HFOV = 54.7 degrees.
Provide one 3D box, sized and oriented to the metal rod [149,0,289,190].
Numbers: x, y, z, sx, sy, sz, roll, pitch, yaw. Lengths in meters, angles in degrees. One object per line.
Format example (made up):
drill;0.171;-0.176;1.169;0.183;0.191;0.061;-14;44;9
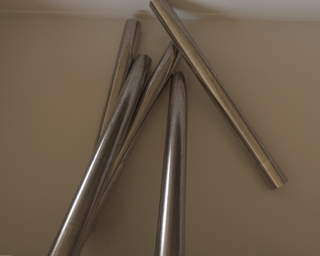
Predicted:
metal rod;0.072;-0.055;0.412;0.025;0.025;0.299;-29;79;-10

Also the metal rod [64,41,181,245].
metal rod;-0.035;0.003;0.392;0.025;0.025;0.300;23;66;8

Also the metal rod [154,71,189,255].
metal rod;0.016;0.034;0.329;0.025;0.025;0.300;5;44;2

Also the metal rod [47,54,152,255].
metal rod;-0.053;0.011;0.345;0.025;0.025;0.300;12;48;4

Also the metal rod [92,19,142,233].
metal rod;-0.065;-0.017;0.415;0.025;0.025;0.299;9;70;3
